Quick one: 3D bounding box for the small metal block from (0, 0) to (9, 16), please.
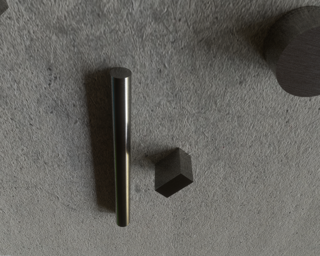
[{"bbox_3d":[-0.181,-0.114,0.292,0.050,0.050,0.025,-6,130,4],"label":"small metal block"}]

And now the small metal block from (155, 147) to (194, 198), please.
[{"bbox_3d":[0.019,0.064,0.446,0.050,0.050,0.025,-37,121,27],"label":"small metal block"}]

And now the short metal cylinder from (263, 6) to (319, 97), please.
[{"bbox_3d":[0.156,-0.079,0.325,0.081,0.050,0.079,0,130,0],"label":"short metal cylinder"}]

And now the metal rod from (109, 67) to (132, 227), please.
[{"bbox_3d":[-0.055,0.050,0.449,0.025,0.025,0.298,3,130,-3],"label":"metal rod"}]
